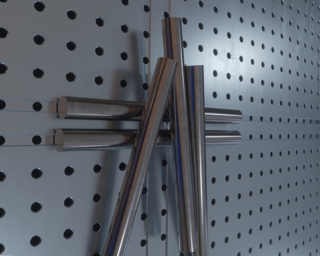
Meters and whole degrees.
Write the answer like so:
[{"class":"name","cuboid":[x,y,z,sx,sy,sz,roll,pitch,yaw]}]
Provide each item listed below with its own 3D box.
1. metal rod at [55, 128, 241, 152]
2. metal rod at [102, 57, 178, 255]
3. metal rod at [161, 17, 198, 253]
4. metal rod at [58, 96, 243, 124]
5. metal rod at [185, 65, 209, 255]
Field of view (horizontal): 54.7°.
[{"class":"metal rod","cuboid":[0.010,0.014,0.420,0.302,0.025,0.025,1,90,-40]},{"class":"metal rod","cuboid":[-0.030,0.063,0.362,0.025,0.025,0.299,19,85,-39]},{"class":"metal rod","cuboid":[0.026,0.012,0.401,0.025,0.025,0.298,-8,95,-40]},{"class":"metal rod","cuboid":[0.013,-0.020,0.423,0.302,0.025,0.025,1,90,-40]},{"class":"metal rod","cuboid":[0.052,0.065,0.431,0.025,0.025,0.298,-14,106,-40]}]
